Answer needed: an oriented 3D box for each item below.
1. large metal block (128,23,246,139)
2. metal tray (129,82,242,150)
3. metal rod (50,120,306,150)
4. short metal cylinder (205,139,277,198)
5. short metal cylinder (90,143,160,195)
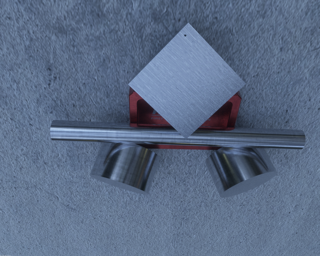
[{"bbox_3d":[0.026,-0.050,0.322,0.080,0.050,0.080,43,102,-12],"label":"large metal block"},{"bbox_3d":[0.028,-0.015,0.394,0.131,0.030,0.089,1,130,-2],"label":"metal tray"},{"bbox_3d":[0.023,0.009,0.377,0.302,0.025,0.025,2,130,-2],"label":"metal rod"},{"bbox_3d":[0.108,0.054,0.418,0.081,0.050,0.080,-17,154,-8],"label":"short metal cylinder"},{"bbox_3d":[-0.046,0.052,0.412,0.080,0.050,0.080,16,162,6],"label":"short metal cylinder"}]
